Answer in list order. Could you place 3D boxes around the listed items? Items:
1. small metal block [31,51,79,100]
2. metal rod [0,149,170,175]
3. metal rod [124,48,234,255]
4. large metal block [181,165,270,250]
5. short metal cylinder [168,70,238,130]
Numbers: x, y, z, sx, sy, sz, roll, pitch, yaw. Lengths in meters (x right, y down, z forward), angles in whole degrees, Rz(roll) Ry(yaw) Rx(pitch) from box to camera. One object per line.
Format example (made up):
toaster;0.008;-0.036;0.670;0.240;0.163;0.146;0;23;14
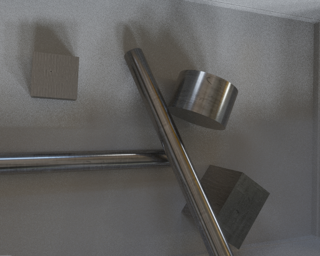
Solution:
small metal block;-0.124;-0.060;0.365;0.050;0.025;0.050;3;89;-20
metal rod;-0.120;0.040;0.366;0.303;0.025;0.025;0;90;-21
metal rod;0.023;0.038;0.368;0.025;0.025;0.299;-19;77;-19
large metal block;0.085;0.101;0.414;0.050;0.080;0.080;37;78;-17
short metal cylinder;0.054;-0.035;0.403;0.080;0.080;0.050;23;83;-19
